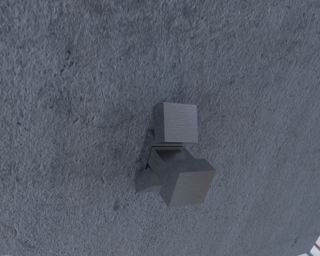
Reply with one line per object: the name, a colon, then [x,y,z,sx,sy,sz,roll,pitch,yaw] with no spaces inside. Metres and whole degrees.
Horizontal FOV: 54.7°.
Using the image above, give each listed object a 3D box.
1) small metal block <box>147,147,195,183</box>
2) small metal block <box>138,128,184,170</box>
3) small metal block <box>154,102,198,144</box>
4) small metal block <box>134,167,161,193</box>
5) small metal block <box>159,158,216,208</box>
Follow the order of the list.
small metal block: [0.019,0.048,0.401,0.050,0.050,0.025,2,117,-30]
small metal block: [0.003,0.029,0.431,0.050,0.025,0.050,2,117,-30]
small metal block: [0.021,-0.005,0.403,0.050,0.025,0.050,3,81,-30]
small metal block: [-0.003,0.073,0.438,0.050,0.025,0.050,2,158,-30]
small metal block: [0.032,0.065,0.371,0.050,0.025,0.050,1,118,-29]
